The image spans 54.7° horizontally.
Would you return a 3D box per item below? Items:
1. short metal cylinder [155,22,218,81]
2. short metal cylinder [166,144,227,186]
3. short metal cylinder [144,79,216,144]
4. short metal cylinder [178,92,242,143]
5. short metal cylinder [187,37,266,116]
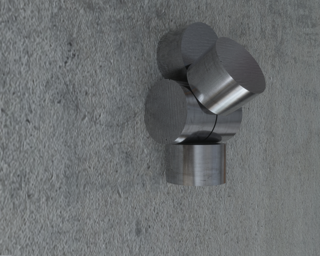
[{"bbox_3d":[0.041,-0.099,0.427,0.081,0.050,0.079,0,90,-40],"label":"short metal cylinder"},{"bbox_3d":[0.048,0.045,0.413,0.081,0.080,0.050,0,90,-40],"label":"short metal cylinder"},{"bbox_3d":[0.024,-0.020,0.393,0.050,0.080,0.079,1,90,-41],"label":"short metal cylinder"},{"bbox_3d":[0.065,-0.019,0.426,0.050,0.080,0.079,0,90,-40],"label":"short metal cylinder"},{"bbox_3d":[0.080,-0.061,0.373,0.080,0.050,0.080,22,49,-28],"label":"short metal cylinder"}]
